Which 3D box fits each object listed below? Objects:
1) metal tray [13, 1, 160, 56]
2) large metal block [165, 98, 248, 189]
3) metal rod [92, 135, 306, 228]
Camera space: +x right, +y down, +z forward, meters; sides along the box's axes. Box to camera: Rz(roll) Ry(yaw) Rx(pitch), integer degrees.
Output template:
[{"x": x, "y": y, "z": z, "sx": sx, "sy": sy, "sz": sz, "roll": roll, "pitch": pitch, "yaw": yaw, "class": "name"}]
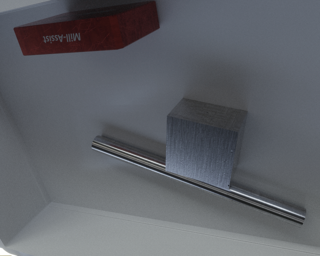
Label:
[{"x": -0.078, "y": -0.109, "z": 0.338, "sx": 0.130, "sy": 0.090, "sz": 0.030, "roll": 4, "pitch": 120, "yaw": 26, "class": "metal tray"}, {"x": 0.054, "y": 0.017, "z": 0.374, "sx": 0.080, "sy": 0.050, "sz": 0.079, "roll": 14, "pitch": 124, "yaw": 20, "class": "large metal block"}, {"x": 0.040, "y": 0.067, "z": 0.427, "sx": 0.301, "sy": 0.025, "sz": 0.025, "roll": 18, "pitch": 125, "yaw": 17, "class": "metal rod"}]
